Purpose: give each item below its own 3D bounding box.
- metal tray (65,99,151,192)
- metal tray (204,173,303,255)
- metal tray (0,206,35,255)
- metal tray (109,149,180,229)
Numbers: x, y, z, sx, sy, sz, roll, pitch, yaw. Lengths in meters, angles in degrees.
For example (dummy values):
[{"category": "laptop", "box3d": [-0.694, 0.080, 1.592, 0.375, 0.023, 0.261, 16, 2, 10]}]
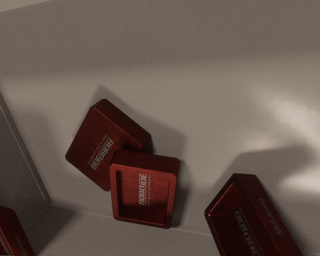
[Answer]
[{"category": "metal tray", "box3d": [-0.082, 0.030, 0.465, 0.090, 0.030, 0.129, 39, 129, 1]}, {"category": "metal tray", "box3d": [0.106, 0.130, 0.368, 0.030, 0.130, 0.089, 8, 129, -25]}, {"category": "metal tray", "box3d": [-0.254, 0.178, 0.494, 0.090, 0.030, 0.129, 7, 122, 24]}, {"category": "metal tray", "box3d": [-0.023, 0.092, 0.447, 0.090, 0.030, 0.129, 8, 131, 5]}]
